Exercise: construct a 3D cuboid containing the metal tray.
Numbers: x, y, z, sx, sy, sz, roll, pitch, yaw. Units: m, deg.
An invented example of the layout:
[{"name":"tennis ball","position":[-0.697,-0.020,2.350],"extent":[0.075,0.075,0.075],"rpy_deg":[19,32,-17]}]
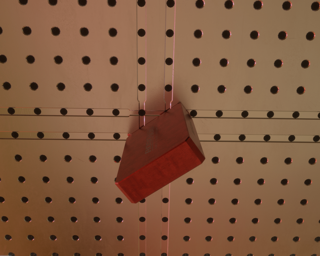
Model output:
[{"name":"metal tray","position":[-0.001,0.023,0.366],"extent":[0.090,0.130,0.030],"rpy_deg":[-33,107,11]}]
